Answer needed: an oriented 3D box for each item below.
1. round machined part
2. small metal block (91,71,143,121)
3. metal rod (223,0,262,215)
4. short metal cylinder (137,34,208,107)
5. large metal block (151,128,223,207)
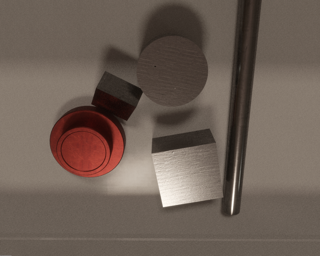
[{"bbox_3d":[-0.096,0.023,0.409,0.099,0.042,0.097,0,110,-1],"label":"round machined part"},{"bbox_3d":[-0.053,-0.038,0.381,0.050,0.050,0.025,26,66,-9],"label":"small metal block"},{"bbox_3d":[0.105,-0.018,0.406,0.025,0.025,0.298,0,110,0],"label":"metal rod"},{"bbox_3d":[0.013,-0.071,0.371,0.081,0.050,0.079,-1,110,-2],"label":"short metal cylinder"},{"bbox_3d":[0.036,0.053,0.418,0.080,0.050,0.079,-10,110,3],"label":"large metal block"}]
